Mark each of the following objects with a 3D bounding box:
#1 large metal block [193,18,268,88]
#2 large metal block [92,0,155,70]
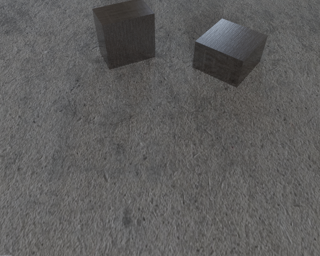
[{"bbox_3d":[0.109,-0.120,0.489,0.080,0.050,0.080,30,56,23],"label":"large metal block"},{"bbox_3d":[-0.055,-0.149,0.492,0.081,0.080,0.050,-19,53,-15],"label":"large metal block"}]
